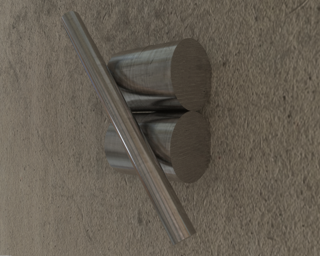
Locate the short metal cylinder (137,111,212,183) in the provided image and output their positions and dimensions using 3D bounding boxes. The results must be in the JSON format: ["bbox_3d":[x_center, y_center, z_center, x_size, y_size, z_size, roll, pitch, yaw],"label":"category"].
[{"bbox_3d":[0.017,0.021,0.357,0.050,0.081,0.079,1,91,40],"label":"short metal cylinder"}]

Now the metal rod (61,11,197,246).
[{"bbox_3d":[-0.046,-0.019,0.340,0.025,0.025,0.299,-44,64,31],"label":"metal rod"}]

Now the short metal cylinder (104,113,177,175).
[{"bbox_3d":[-0.022,0.021,0.389,0.050,0.081,0.079,1,91,40],"label":"short metal cylinder"}]

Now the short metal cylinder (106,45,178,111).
[{"bbox_3d":[-0.021,-0.060,0.389,0.050,0.081,0.079,1,91,40],"label":"short metal cylinder"}]

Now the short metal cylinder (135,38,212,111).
[{"bbox_3d":[0.017,-0.059,0.357,0.050,0.081,0.079,1,91,40],"label":"short metal cylinder"}]
